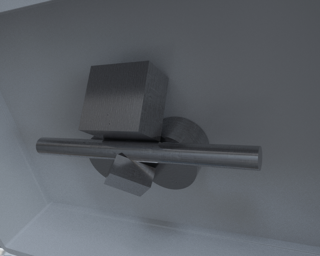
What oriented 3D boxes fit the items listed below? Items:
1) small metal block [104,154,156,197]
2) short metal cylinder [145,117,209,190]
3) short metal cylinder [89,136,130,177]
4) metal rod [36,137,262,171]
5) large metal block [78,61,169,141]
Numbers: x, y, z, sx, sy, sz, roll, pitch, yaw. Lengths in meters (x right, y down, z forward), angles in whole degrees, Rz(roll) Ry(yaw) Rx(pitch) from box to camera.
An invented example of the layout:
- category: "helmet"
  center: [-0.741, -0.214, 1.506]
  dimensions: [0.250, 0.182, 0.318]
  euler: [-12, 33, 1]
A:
- category: "small metal block"
  center: [-0.038, 0.060, 0.384]
  dimensions: [0.050, 0.025, 0.050]
  euler: [21, 151, -8]
- category: "short metal cylinder"
  center: [0.018, 0.032, 0.400]
  dimensions: [0.080, 0.050, 0.079]
  euler: [13, 124, 20]
- category: "short metal cylinder"
  center: [-0.054, 0.031, 0.437]
  dimensions: [0.080, 0.050, 0.079]
  euler: [13, 124, 20]
- category: "metal rod"
  center: [-0.034, 0.028, 0.376]
  dimensions: [0.301, 0.025, 0.025]
  euler: [1, 119, 27]
- category: "large metal block"
  center: [-0.041, -0.029, 0.366]
  dimensions: [0.080, 0.050, 0.080]
  euler: [1, 76, 27]
